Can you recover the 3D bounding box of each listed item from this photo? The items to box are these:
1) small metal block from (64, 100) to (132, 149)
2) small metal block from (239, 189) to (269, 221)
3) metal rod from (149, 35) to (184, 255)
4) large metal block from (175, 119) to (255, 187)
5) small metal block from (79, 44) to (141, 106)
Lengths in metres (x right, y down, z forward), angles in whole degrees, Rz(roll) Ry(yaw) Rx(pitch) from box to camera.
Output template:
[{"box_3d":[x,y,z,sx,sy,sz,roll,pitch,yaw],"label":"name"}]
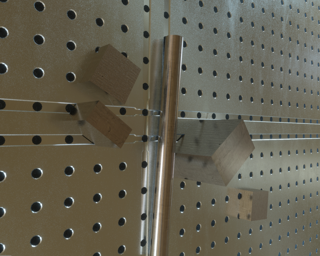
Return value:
[{"box_3d":[-0.067,-0.003,0.338,0.050,0.050,0.025,44,64,-32],"label":"small metal block"},{"box_3d":[0.168,0.137,0.554,0.050,0.025,0.050,9,85,-40],"label":"small metal block"},{"box_3d":[0.009,0.024,0.418,0.025,0.025,0.298,7,86,-40],"label":"metal rod"},{"box_3d":[0.072,0.031,0.436,0.080,0.080,0.050,-43,117,-32],"label":"large metal block"},{"box_3d":[-0.057,-0.061,0.363,0.050,0.025,0.050,35,68,-35],"label":"small metal block"}]
